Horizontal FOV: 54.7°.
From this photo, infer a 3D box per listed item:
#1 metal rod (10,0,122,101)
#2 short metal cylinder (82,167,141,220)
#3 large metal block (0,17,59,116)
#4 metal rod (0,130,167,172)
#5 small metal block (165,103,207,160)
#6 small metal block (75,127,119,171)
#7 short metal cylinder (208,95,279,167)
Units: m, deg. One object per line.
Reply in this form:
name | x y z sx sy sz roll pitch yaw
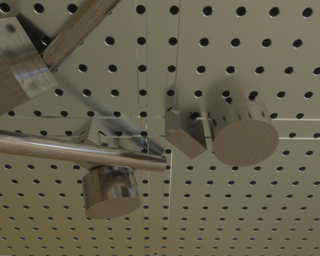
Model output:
metal rod | -0.063 -0.120 0.308 0.299 0.025 0.025 -36 122 26
short metal cylinder | -0.072 0.096 0.460 0.081 0.050 0.080 -12 148 -8
large metal block | -0.171 -0.057 0.324 0.080 0.050 0.080 -23 106 24
metal rod | -0.118 0.026 0.371 0.302 0.025 0.025 13 132 -35
small metal block | 0.033 0.004 0.399 0.025 0.050 0.050 -36 122 26
small metal block | -0.095 0.033 0.439 0.050 0.025 0.050 -37 121 27
short metal cylinder | 0.105 0.004 0.400 0.081 0.050 0.079 0 130 0
